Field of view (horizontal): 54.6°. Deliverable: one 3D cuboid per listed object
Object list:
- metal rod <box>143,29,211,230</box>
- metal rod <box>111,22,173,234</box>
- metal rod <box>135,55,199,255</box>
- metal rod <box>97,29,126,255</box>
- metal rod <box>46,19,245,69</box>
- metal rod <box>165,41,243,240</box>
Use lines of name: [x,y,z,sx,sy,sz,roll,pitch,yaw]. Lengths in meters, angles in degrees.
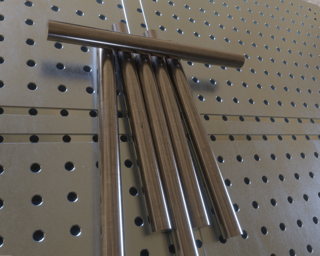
metal rod: [0.016,-0.015,0.427,0.025,0.025,0.299,1,61,-28]
metal rod: [-0.030,-0.018,0.403,0.025,0.025,0.299,1,61,-28]
metal rod: [0.005,0.031,0.391,0.025,0.025,0.299,1,62,-28]
metal rod: [-0.062,-0.002,0.374,0.025,0.025,0.299,7,59,-25]
metal rod: [-0.002,-0.115,0.444,0.302,0.025,0.025,2,61,-27]
metal rod: [0.050,0.000,0.435,0.025,0.025,0.299,-2,63,-29]
